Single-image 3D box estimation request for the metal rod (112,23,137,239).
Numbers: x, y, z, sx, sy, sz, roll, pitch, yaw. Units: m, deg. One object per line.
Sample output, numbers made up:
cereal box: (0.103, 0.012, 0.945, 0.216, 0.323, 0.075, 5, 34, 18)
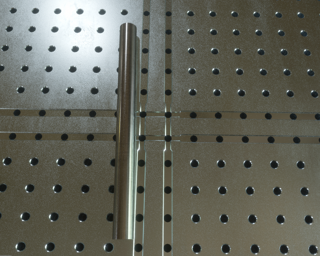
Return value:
metal rod: (-0.045, -0.010, 0.414, 0.025, 0.025, 0.299, -1, 70, -1)
